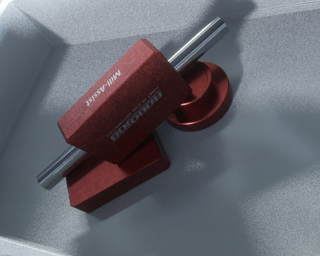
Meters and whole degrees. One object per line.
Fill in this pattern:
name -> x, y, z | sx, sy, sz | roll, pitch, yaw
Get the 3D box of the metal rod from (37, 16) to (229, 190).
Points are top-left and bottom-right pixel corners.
metal rod -> -0.037, -0.028, 0.388 | 0.300, 0.025, 0.025 | -41, 51, 5

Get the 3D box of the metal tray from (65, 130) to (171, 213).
metal tray -> -0.061, 0.041, 0.406 | 0.130, 0.030, 0.090 | -30, 52, 8

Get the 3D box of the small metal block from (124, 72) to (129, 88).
small metal block -> -0.029, -0.050, 0.432 | 0.025, 0.050, 0.050 | -38, 51, 2

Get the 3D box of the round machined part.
round machined part -> 0.040, -0.048, 0.400 | 0.098, 0.042, 0.098 | -13, 56, 20

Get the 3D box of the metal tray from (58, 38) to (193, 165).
metal tray -> -0.035, -0.023, 0.345 | 0.130, 0.090, 0.030 | -44, 54, 6
